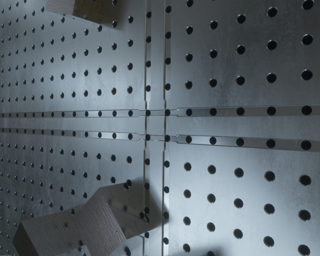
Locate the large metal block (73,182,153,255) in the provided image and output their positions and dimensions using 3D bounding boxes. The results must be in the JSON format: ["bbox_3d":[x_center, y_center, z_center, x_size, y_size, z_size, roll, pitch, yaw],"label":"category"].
[{"bbox_3d":[-0.070,0.138,0.449,0.080,0.050,0.080,-48,62,29],"label":"large metal block"}]

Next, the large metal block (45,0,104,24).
[{"bbox_3d":[-0.135,-0.221,0.502,0.080,0.050,0.079,24,105,37],"label":"large metal block"}]

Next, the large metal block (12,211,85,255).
[{"bbox_3d":[-0.188,0.196,0.526,0.080,0.081,0.050,43,116,31],"label":"large metal block"}]
